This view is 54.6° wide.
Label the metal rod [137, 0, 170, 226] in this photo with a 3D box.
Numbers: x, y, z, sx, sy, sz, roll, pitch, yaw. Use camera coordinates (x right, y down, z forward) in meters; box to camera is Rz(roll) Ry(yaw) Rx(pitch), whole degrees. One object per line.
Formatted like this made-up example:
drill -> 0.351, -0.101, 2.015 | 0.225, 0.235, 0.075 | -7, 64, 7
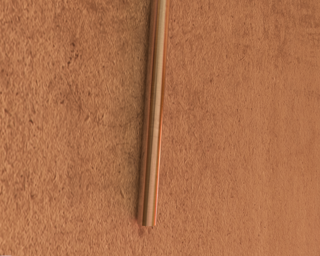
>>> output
metal rod -> -0.007, -0.029, 0.397 | 0.025, 0.025, 0.299 | 6, 86, -40
